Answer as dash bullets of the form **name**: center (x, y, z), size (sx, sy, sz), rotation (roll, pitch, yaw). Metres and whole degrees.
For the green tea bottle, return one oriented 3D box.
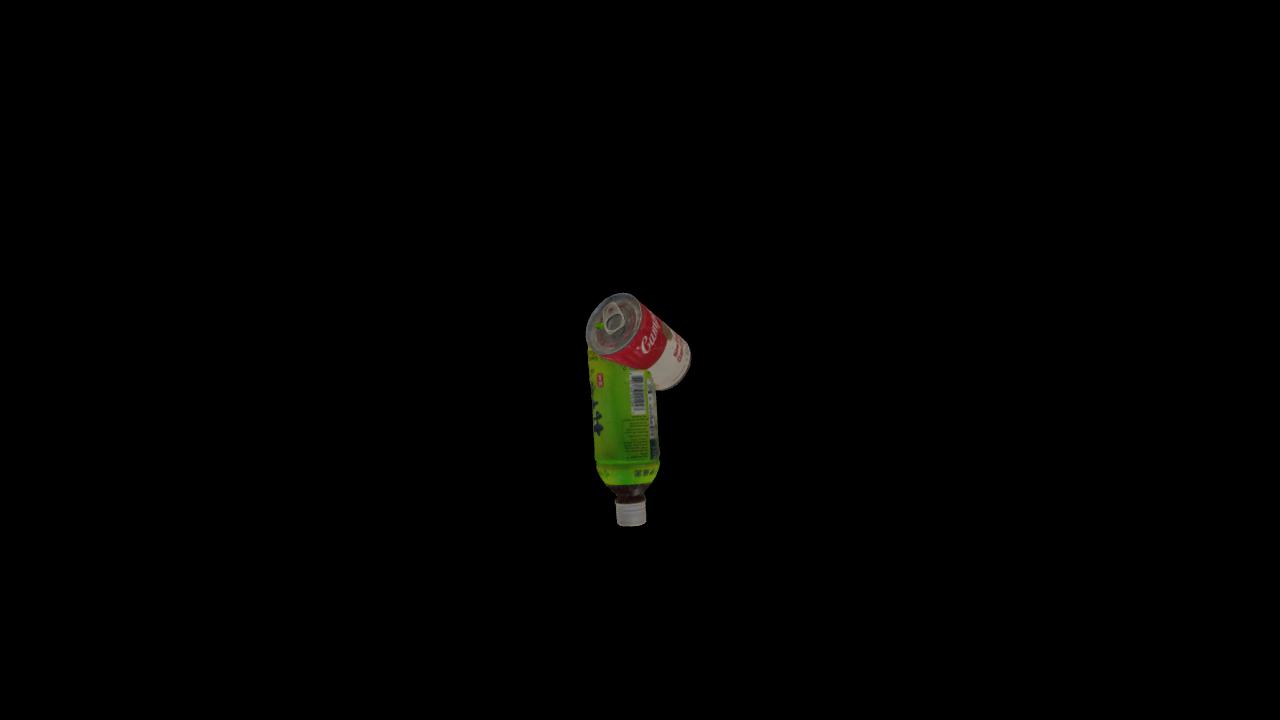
- **green tea bottle**: center (-0.015, 0.064, 0.639), size (0.073, 0.212, 0.073), rotation (-4, -4, 0)

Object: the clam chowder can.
- **clam chowder can**: center (0.001, -0.016, 0.638), size (0.068, 0.068, 0.102), rotation (0, -24, 37)
